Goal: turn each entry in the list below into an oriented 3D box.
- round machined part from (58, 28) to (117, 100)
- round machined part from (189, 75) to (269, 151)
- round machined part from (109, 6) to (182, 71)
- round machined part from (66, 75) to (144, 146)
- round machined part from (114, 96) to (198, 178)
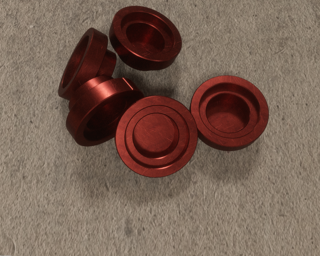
[{"bbox_3d":[-0.092,-0.077,0.406,0.042,0.098,0.098,25,68,-28],"label":"round machined part"},{"bbox_3d":[0.087,-0.016,0.406,0.099,0.042,0.098,0,70,-1],"label":"round machined part"},{"bbox_3d":[-0.023,-0.118,0.430,0.099,0.042,0.098,12,58,-19],"label":"round machined part"},{"bbox_3d":[-0.070,-0.025,0.378,0.098,0.098,0.042,-36,70,-12],"label":"round machined part"},{"bbox_3d":[-0.007,0.008,0.382,0.099,0.042,0.097,-2,98,-11],"label":"round machined part"}]
